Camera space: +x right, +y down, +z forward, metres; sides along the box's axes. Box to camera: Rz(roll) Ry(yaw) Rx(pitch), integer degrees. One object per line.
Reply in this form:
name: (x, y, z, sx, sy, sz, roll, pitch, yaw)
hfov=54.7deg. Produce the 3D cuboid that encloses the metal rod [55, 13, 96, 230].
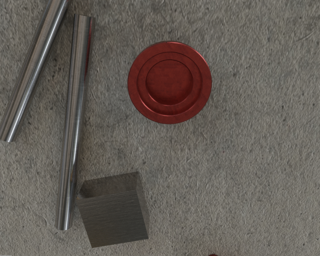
metal rod: (-0.115, 0.007, 0.410, 0.025, 0.025, 0.298, 10, 110, -4)

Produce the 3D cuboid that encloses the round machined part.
round machined part: (0.011, -0.057, 0.380, 0.099, 0.042, 0.097, 0, 110, -1)

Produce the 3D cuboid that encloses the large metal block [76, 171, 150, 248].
large metal block: (-0.063, 0.115, 0.438, 0.080, 0.050, 0.079, -10, 110, 3)

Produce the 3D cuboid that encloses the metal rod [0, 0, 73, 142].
metal rod: (-0.134, -0.112, 0.366, 0.025, 0.025, 0.298, 26, 108, -10)
